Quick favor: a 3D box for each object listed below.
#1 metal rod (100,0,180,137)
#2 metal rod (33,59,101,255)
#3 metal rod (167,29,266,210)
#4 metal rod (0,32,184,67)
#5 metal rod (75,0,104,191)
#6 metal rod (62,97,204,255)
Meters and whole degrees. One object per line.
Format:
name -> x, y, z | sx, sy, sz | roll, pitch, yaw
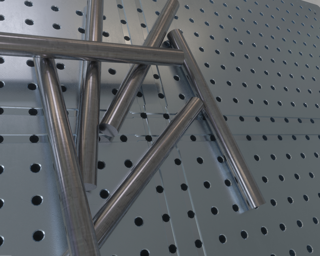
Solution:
metal rod -> -0.020, -0.109, 0.463 | 0.025, 0.025, 0.300 | 29, 52, -10
metal rod -> -0.097, 0.032, 0.315 | 0.025, 0.025, 0.299 | -4, 57, -30
metal rod -> 0.077, -0.026, 0.464 | 0.025, 0.025, 0.299 | -9, 66, -32
metal rod -> -0.102, -0.095, 0.376 | 0.302, 0.025, 0.025 | -3, 63, -30
metal rod -> -0.089, -0.067, 0.400 | 0.025, 0.025, 0.299 | 10, 58, -23
metal rod -> -0.022, 0.054, 0.362 | 0.025, 0.025, 0.301 | 40, 51, -1
